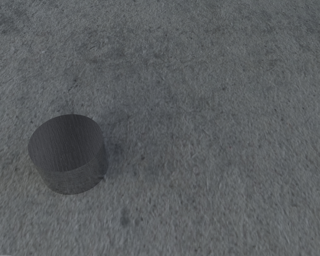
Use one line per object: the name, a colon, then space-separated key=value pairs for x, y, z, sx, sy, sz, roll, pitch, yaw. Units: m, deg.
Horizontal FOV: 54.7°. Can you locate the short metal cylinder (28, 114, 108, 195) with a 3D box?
short metal cylinder: x=-0.104 y=0.030 z=0.360 sx=0.081 sy=0.050 sz=0.080 roll=0 pitch=50 yaw=0
